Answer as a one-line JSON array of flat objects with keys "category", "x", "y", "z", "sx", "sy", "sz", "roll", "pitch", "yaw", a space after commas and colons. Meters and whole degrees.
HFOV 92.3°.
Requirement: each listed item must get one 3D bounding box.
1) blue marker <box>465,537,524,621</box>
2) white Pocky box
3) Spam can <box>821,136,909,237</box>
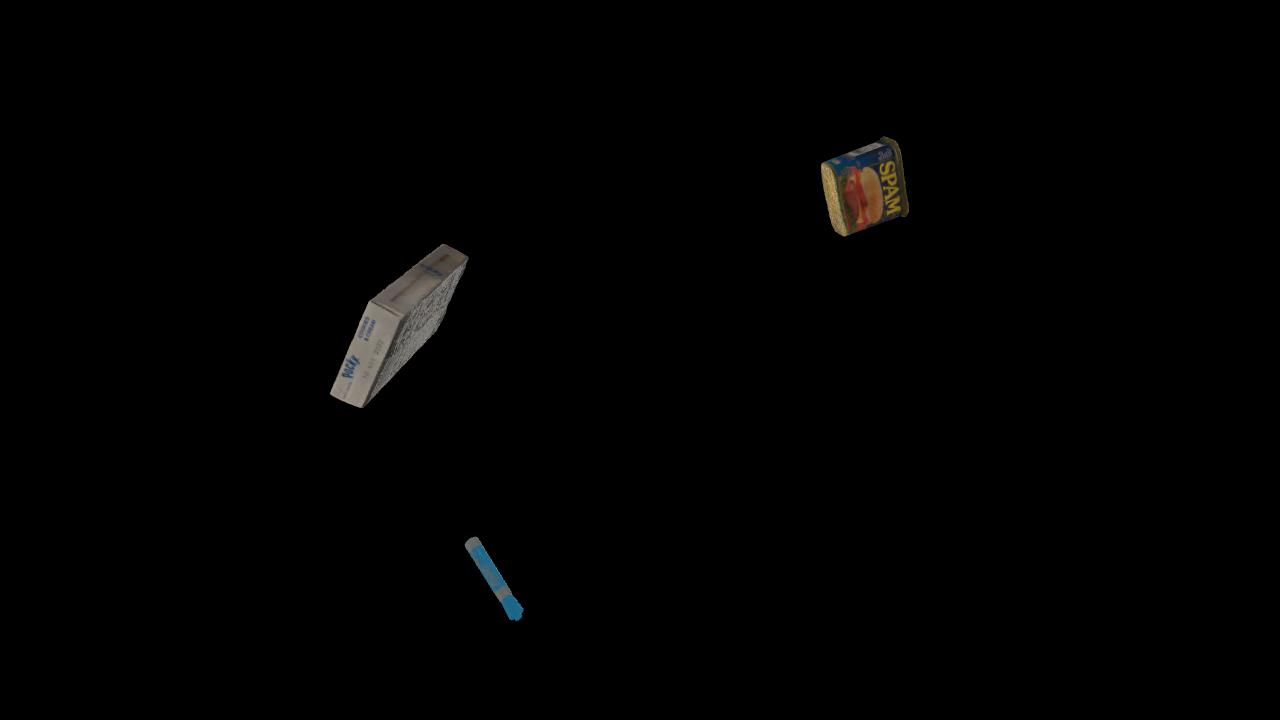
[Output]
[{"category": "blue marker", "x": -0.177, "y": 0.264, "z": 0.745, "sx": 0.020, "sy": 0.020, "sz": 0.121, "roll": 0, "pitch": 35, "yaw": -48}, {"category": "white Pocky box", "x": -0.180, "y": -0.033, "z": 0.477, "sx": 0.028, "sy": 0.084, "sz": 0.154, "roll": 28, "pitch": 22, "yaw": -10}, {"category": "Spam can", "x": 0.285, "y": -0.219, "z": 0.786, "sx": 0.085, "sy": 0.101, "sz": 0.058, "roll": -20, "pitch": 28, "yaw": 5}]
